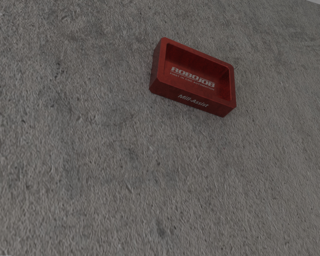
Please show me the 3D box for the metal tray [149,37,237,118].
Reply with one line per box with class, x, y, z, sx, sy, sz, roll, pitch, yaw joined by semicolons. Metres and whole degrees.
metal tray;0.052;-0.077;0.474;0.131;0.030;0.090;18;55;-18
